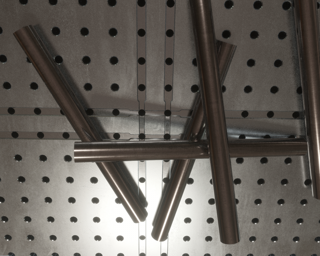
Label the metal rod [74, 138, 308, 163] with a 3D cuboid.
[{"bbox_3d":[0.047,0.027,0.396,0.302,0.025,0.025,-1,111,-12],"label":"metal rod"}]

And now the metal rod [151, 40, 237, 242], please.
[{"bbox_3d":[0.040,0.031,0.425,0.025,0.025,0.298,15,109,-6],"label":"metal rod"}]

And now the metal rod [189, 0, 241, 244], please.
[{"bbox_3d":[0.066,-0.008,0.371,0.025,0.025,0.298,-8,95,2],"label":"metal rod"}]

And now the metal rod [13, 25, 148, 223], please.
[{"bbox_3d":[-0.096,0.008,0.414,0.025,0.025,0.299,-25,109,8],"label":"metal rod"}]

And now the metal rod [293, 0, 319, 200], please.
[{"bbox_3d":[0.199,-0.037,0.402,0.025,0.025,0.298,-14,110,4],"label":"metal rod"}]
